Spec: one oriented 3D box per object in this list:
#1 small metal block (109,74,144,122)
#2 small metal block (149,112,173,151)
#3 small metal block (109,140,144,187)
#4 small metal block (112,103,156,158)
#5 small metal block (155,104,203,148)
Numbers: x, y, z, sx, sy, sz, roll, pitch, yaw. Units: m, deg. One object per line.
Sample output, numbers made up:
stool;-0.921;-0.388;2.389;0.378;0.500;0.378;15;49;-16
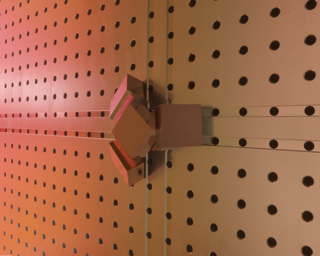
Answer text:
small metal block;-0.047;-0.040;0.433;0.050;0.025;0.050;-54;23;26
small metal block;-0.010;0.003;0.419;0.050;0.025;0.050;2;94;40
small metal block;-0.046;0.046;0.432;0.050;0.025;0.050;53;158;27
small metal block;-0.029;0.003;0.402;0.050;0.025;0.050;49;118;28
small metal block;0.022;-0.002;0.372;0.025;0.050;0.050;172;96;-72
